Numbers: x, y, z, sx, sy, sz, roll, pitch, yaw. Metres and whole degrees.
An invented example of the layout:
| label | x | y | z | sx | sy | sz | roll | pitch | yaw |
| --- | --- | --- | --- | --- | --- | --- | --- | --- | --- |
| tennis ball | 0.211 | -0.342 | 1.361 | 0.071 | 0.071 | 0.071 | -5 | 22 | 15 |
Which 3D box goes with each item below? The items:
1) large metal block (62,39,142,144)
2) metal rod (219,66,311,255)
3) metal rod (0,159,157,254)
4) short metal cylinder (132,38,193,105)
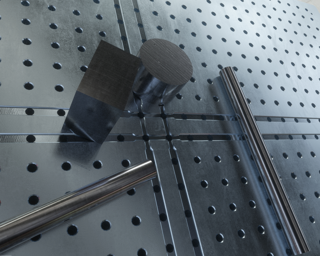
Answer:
| label | x | y | z | sx | sy | sz | roll | pitch | yaw |
| --- | --- | --- | --- | --- | --- | --- | --- | --- | --- |
| large metal block | -0.068 | -0.040 | 0.362 | 0.050 | 0.080 | 0.080 | 24 | 53 | -14 |
| metal rod | 0.150 | 0.034 | 0.470 | 0.025 | 0.025 | 0.299 | -1 | 62 | -29 |
| metal rod | -0.127 | 0.092 | 0.284 | 0.302 | 0.025 | 0.025 | -20 | 73 | -36 |
| short metal cylinder | -0.001 | -0.080 | 0.442 | 0.081 | 0.050 | 0.080 | 14 | 56 | -21 |
